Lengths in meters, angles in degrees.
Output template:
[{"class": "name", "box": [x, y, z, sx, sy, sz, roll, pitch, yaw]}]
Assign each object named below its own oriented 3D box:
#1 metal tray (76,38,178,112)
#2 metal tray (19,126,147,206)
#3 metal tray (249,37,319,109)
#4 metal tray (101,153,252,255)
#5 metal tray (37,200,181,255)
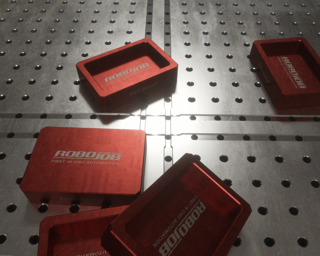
[{"class": "metal tray", "box": [-0.049, -0.086, 0.475, 0.131, 0.030, 0.090, -26, 55, -21]}, {"class": "metal tray", "box": [-0.084, 0.043, 0.367, 0.131, 0.030, 0.090, 2, 50, 1]}, {"class": "metal tray", "box": [0.205, -0.089, 0.482, 0.091, 0.030, 0.130, -6, 50, -6]}, {"class": "metal tray", "box": [0.022, 0.089, 0.291, 0.090, 0.030, 0.131, 42, 43, 12]}, {"class": "metal tray", "box": [-0.047, 0.125, 0.298, 0.131, 0.030, 0.090, -7, 50, -7]}]
